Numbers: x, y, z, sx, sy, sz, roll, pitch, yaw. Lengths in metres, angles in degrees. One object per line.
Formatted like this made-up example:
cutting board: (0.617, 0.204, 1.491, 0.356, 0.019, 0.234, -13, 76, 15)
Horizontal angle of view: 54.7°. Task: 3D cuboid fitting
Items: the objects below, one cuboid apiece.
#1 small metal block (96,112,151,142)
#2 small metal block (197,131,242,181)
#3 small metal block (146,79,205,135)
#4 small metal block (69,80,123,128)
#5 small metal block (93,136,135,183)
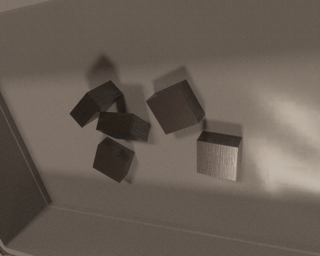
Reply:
small metal block: (-0.048, -0.001, 0.413, 0.050, 0.050, 0.025, 5, 76, 25)
small metal block: (0.074, 0.035, 0.390, 0.050, 0.025, 0.050, 9, 123, 23)
small metal block: (0.019, -0.025, 0.382, 0.050, 0.025, 0.050, -20, 108, 35)
small metal block: (-0.085, -0.032, 0.414, 0.025, 0.050, 0.050, 49, 128, -2)
small metal block: (-0.071, 0.049, 0.475, 0.050, 0.025, 0.050, 28, 128, 9)
